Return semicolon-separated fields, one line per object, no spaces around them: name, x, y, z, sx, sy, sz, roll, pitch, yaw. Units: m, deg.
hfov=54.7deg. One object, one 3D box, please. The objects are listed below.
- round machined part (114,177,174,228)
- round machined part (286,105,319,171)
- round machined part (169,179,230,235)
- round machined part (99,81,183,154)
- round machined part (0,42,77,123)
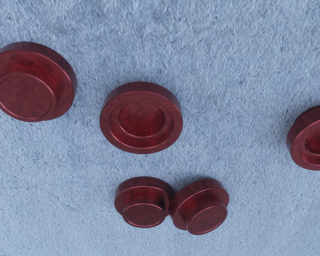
round machined part;-0.025;0.126;0.503;0.099;0.042;0.097;0;130;0
round machined part;0.215;0.008;0.405;0.099;0.042;0.097;0;130;0
round machined part;0.066;0.130;0.487;0.099;0.042;0.097;-13;130;-16
round machined part;-0.022;-0.016;0.382;0.099;0.042;0.097;0;130;0
round machined part;-0.149;-0.045;0.356;0.099;0.042;0.097;0;130;0
